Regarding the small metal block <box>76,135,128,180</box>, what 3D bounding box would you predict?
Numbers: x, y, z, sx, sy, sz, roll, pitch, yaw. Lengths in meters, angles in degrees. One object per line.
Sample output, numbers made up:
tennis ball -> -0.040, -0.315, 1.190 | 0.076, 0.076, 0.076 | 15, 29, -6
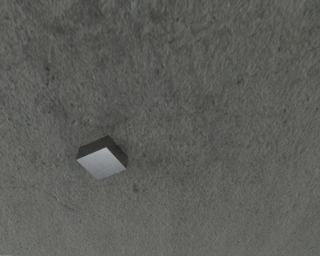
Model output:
small metal block -> -0.082, 0.043, 0.443 | 0.050, 0.025, 0.050 | -23, 127, 18
